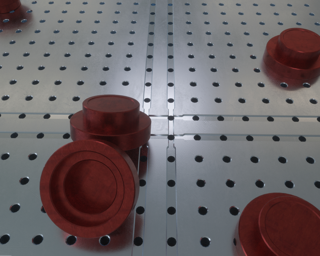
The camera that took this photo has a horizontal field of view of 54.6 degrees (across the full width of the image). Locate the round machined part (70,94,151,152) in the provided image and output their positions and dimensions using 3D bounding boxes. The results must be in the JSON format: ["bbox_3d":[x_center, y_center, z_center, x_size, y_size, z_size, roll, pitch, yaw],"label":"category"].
[{"bbox_3d":[-0.060,-0.012,0.381,0.099,0.042,0.098,4,23,-1],"label":"round machined part"}]

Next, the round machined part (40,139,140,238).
[{"bbox_3d":[-0.070,0.060,0.325,0.098,0.042,0.097,0,91,8],"label":"round machined part"}]

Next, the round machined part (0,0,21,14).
[{"bbox_3d":[-0.320,-0.264,0.617,0.099,0.042,0.098,0,50,0],"label":"round machined part"}]

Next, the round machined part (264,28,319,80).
[{"bbox_3d":[0.224,-0.126,0.504,0.099,0.042,0.098,0,50,0],"label":"round machined part"}]

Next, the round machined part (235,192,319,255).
[{"bbox_3d":[0.128,0.107,0.307,0.099,0.042,0.098,0,50,0],"label":"round machined part"}]
